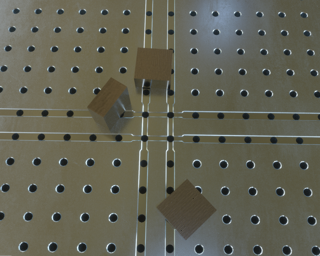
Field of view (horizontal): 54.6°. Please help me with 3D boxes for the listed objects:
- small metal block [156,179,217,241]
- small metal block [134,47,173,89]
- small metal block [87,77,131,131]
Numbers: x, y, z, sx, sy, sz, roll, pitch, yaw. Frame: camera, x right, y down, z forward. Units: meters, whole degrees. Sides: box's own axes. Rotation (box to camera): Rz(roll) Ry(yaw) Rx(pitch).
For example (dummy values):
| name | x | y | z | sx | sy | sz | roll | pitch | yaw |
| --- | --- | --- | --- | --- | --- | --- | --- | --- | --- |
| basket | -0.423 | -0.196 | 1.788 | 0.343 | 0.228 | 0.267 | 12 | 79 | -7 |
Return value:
| name | x | y | z | sx | sy | sz | roll | pitch | yaw |
| --- | --- | --- | --- | --- | --- | --- | --- | --- | --- |
| small metal block | 0.031 | 0.099 | 0.376 | 0.050 | 0.025 | 0.050 | -40 | 75 | -13 |
| small metal block | -0.008 | -0.085 | 0.443 | 0.050 | 0.025 | 0.050 | 4 | 70 | 1 |
| small metal block | -0.066 | -0.030 | 0.409 | 0.025 | 0.050 | 0.050 | 31 | 73 | 11 |
